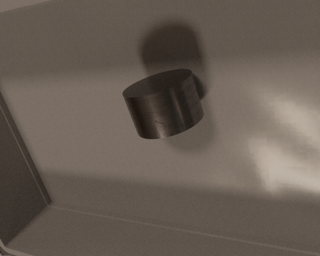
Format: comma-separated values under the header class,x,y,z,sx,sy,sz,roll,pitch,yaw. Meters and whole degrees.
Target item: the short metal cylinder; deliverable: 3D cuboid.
class,x,y,z,sx,sy,sz,roll,pitch,yaw
short metal cylinder,0.004,-0.029,0.352,0.080,0.080,0.050,-5,116,30
